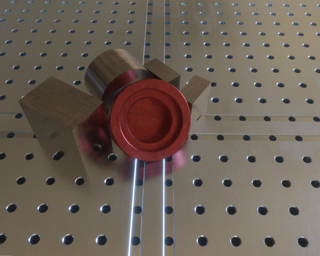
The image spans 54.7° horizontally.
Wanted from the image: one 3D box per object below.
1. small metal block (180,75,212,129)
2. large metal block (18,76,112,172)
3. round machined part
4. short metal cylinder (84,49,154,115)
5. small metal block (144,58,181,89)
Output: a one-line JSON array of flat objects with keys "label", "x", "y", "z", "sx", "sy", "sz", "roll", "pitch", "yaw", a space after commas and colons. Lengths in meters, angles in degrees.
[{"label": "small metal block", "x": 0.044, "y": -0.035, "z": 0.422, "sx": 0.025, "sy": 0.050, "sz": 0.050, "roll": 28, "pitch": 55, "yaw": 21}, {"label": "large metal block", "x": -0.110, "y": -0.004, "z": 0.374, "sx": 0.080, "sy": 0.080, "sz": 0.050, "roll": 26, "pitch": 55, "yaw": 20}, {"label": "round machined part", "x": -0.015, "y": -0.010, "z": 0.382, "sx": 0.099, "sy": 0.042, "sz": 0.097, "roll": -1, "pitch": 93, "yaw": -17}, {"label": "short metal cylinder", "x": -0.054, "y": -0.060, "z": 0.422, "sx": 0.081, "sy": 0.080, "sz": 0.050, "roll": -27, "pitch": 55, "yaw": -21}, {"label": "small metal block", "x": 0.002, "y": -0.064, "z": 0.445, "sx": 0.025, "sy": 0.050, "sz": 0.050, "roll": -35, "pitch": 59, "yaw": -26}]
